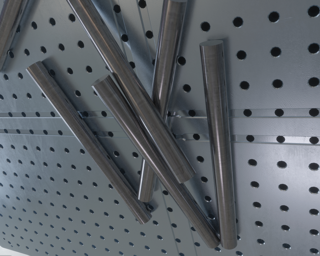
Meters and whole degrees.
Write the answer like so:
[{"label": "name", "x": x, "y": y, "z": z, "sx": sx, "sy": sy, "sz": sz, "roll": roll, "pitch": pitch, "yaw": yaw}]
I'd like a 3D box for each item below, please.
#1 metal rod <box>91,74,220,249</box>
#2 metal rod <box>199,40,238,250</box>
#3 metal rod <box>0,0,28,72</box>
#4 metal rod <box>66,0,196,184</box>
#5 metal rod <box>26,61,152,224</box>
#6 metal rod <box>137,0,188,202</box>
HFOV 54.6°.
[{"label": "metal rod", "x": 0.006, "y": 0.059, "z": 0.419, "sx": 0.025, "sy": 0.025, "sz": 0.299, "roll": -17, "pitch": 118, "yaw": 35}, {"label": "metal rod", "x": 0.078, "y": 0.041, "z": 0.395, "sx": 0.025, "sy": 0.025, "sz": 0.298, "roll": 4, "pitch": 120, "yaw": 26}, {"label": "metal rod", "x": -0.189, "y": -0.168, "z": 0.407, "sx": 0.025, "sy": 0.025, "sz": 0.299, "roll": 45, "pitch": 129, "yaw": -3}, {"label": "metal rod", "x": -0.044, "y": -0.066, "z": 0.370, "sx": 0.025, "sy": 0.025, "sz": 0.299, "roll": -28, "pitch": 96, "yaw": 37}, {"label": "metal rod", "x": -0.104, "y": 0.030, "z": 0.485, "sx": 0.025, "sy": 0.025, "sz": 0.299, "roll": -24, "pitch": 106, "yaw": 37}, {"label": "metal rod", "x": -0.004, "y": -0.013, "z": 0.405, "sx": 0.025, "sy": 0.025, "sz": 0.298, "roll": 21, "pitch": 126, "yaw": 16}]
